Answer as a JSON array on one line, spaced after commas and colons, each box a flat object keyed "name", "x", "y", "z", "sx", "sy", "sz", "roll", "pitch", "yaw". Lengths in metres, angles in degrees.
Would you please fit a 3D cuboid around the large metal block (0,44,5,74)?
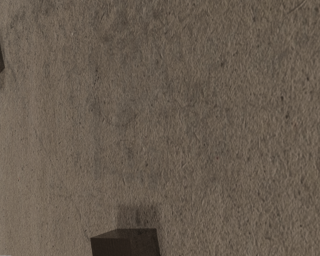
[{"name": "large metal block", "x": -0.412, "y": -0.159, "z": 0.724, "sx": 0.080, "sy": 0.050, "sz": 0.080, "roll": -28, "pitch": 73, "yaw": 36}]

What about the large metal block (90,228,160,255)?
[{"name": "large metal block", "x": -0.045, "y": 0.185, "z": 0.424, "sx": 0.080, "sy": 0.050, "sz": 0.080, "roll": -16, "pitch": 80, "yaw": 38}]
